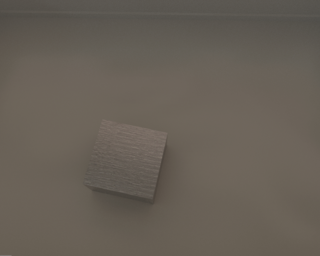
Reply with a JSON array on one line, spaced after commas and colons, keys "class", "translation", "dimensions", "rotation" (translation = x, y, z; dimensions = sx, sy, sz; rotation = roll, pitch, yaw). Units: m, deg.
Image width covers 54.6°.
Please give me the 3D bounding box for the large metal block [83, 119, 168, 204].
[{"class": "large metal block", "translation": [-0.039, 0.043, 0.381], "dimensions": [0.080, 0.050, 0.080], "rotation": [12, 70, 4]}]
